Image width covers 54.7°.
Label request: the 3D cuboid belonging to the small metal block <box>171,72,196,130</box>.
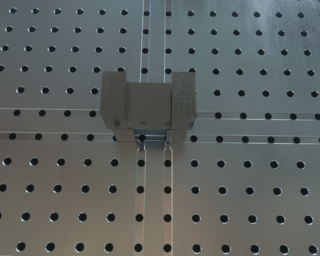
[{"bbox_3d":[0.026,-0.030,0.355,0.025,0.050,0.050,1,70,0],"label":"small metal block"}]

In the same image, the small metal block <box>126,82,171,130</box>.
[{"bbox_3d":[-0.013,-0.026,0.369,0.050,0.025,0.050,1,70,0],"label":"small metal block"}]

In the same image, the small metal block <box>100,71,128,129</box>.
[{"bbox_3d":[-0.050,-0.030,0.355,0.025,0.050,0.050,1,70,0],"label":"small metal block"}]

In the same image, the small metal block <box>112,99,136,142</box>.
[{"bbox_3d":[-0.045,-0.013,0.402,0.025,0.050,0.050,1,70,0],"label":"small metal block"}]

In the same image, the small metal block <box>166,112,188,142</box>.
[{"bbox_3d":[0.020,-0.013,0.403,0.025,0.050,0.050,-1,70,-1],"label":"small metal block"}]
